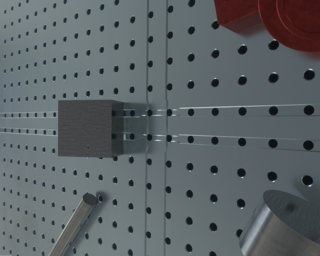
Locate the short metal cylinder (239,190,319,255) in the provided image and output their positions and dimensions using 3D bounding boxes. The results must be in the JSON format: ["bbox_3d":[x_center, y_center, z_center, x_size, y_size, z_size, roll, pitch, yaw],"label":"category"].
[{"bbox_3d":[0.119,0.099,0.276,0.080,0.081,0.050,34,111,35],"label":"short metal cylinder"}]

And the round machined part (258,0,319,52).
[{"bbox_3d":[0.133,-0.112,0.259,0.098,0.042,0.097,8,119,15],"label":"round machined part"}]

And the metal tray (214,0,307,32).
[{"bbox_3d":[0.098,-0.180,0.326,0.090,0.030,0.129,-14,81,39],"label":"metal tray"}]

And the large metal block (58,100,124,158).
[{"bbox_3d":[-0.100,0.001,0.455,0.080,0.050,0.080,0,90,12],"label":"large metal block"}]

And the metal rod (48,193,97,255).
[{"bbox_3d":[-0.188,0.229,0.565,0.025,0.025,0.298,48,118,29],"label":"metal rod"}]

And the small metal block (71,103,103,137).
[{"bbox_3d":[-0.121,-0.012,0.509,0.050,0.025,0.050,-5,87,40],"label":"small metal block"}]
